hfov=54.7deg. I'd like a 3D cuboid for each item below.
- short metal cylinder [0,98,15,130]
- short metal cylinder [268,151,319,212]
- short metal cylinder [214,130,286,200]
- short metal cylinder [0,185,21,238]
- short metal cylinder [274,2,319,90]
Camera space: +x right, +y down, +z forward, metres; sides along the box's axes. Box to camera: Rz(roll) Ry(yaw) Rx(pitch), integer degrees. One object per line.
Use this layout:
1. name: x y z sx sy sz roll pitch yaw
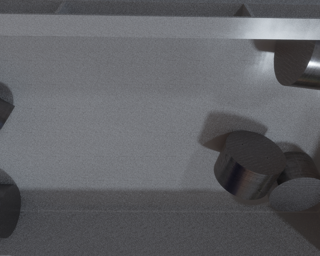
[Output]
1. short metal cylinder: -0.218 -0.005 0.367 0.050 0.080 0.080 32 123 -24
2. short metal cylinder: 0.198 0.081 0.463 0.081 0.050 0.079 0 130 0
3. short metal cylinder: 0.119 0.048 0.415 0.081 0.080 0.050 9 130 -8
4. short metal cylinder: -0.257 0.128 0.479 0.050 0.080 0.079 3 130 -3
5. short metal cylinder: 0.156 -0.079 0.307 0.050 0.080 0.079 6 130 -5
